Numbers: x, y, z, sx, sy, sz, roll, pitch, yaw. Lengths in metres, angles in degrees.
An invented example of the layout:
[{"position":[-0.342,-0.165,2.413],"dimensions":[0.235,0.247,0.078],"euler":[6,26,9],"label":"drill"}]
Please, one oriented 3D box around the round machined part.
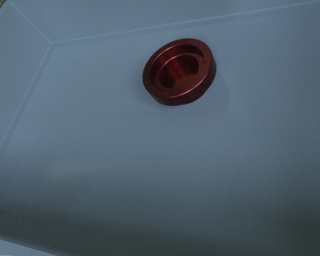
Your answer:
[{"position":[0.029,-0.071,0.422],"dimensions":[0.098,0.042,0.098],"euler":[-13,56,20],"label":"round machined part"}]
